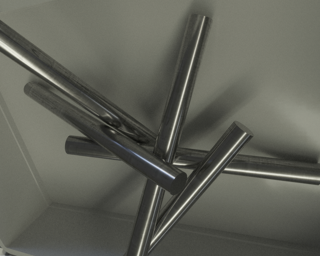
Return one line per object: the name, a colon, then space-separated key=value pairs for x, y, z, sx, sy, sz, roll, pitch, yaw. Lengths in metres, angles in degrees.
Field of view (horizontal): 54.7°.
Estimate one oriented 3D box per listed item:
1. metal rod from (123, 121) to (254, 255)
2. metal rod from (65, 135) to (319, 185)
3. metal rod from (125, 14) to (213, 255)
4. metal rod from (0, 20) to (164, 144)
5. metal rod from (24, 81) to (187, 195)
metal rod: x=0.006 y=0.113 z=0.376 sx=0.025 sy=0.025 sz=0.298 roll=37 pitch=111 yaw=3
metal rod: x=0.031 y=0.037 z=0.374 sx=0.301 sy=0.025 sz=0.025 roll=6 pitch=122 yaw=10
metal rod: x=0.005 y=0.028 z=0.344 sx=0.025 sy=0.025 sz=0.298 roll=18 pitch=101 yaw=17
metal rod: x=-0.090 y=-0.041 z=0.342 sx=0.025 sy=0.025 sz=0.301 roll=-23 pitch=134 yaw=36
metal rod: x=-0.089 y=-0.003 z=0.387 sx=0.300 sy=0.025 sz=0.025 roll=28 pitch=131 yaw=36
